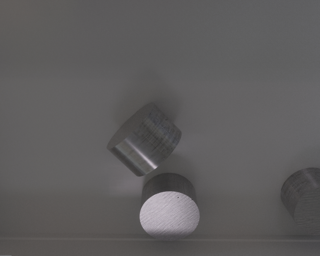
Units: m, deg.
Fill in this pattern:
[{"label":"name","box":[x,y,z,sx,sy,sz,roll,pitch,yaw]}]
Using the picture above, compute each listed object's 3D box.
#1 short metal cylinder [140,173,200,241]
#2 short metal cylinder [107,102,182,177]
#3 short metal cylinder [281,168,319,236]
[{"label":"short metal cylinder","box":[0.013,0.111,0.439,0.081,0.050,0.079,0,110,0]},{"label":"short metal cylinder","box":[-0.020,0.014,0.387,0.080,0.080,0.050,-41,105,13]},{"label":"short metal cylinder","box":[0.220,0.103,0.438,0.081,0.050,0.079,0,110,0]}]
